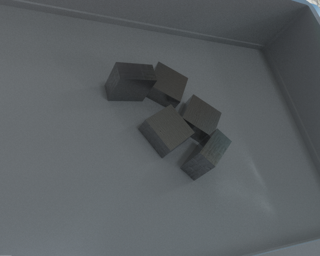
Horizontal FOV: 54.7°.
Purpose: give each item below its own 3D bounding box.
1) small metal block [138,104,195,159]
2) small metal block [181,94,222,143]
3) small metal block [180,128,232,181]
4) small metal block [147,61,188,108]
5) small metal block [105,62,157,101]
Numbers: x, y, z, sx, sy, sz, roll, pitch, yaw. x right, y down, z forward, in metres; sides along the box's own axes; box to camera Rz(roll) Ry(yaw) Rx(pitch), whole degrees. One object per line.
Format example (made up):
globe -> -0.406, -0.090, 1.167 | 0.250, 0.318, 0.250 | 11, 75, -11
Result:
small metal block -> 0.009, 0.004, 0.408 | 0.050, 0.025, 0.050 | -33, 81, -38
small metal block -> 0.055, -0.012, 0.442 | 0.050, 0.025, 0.050 | 33, 51, -7
small metal block -> 0.059, 0.035, 0.400 | 0.025, 0.050, 0.050 | 42, 51, 1
small metal block -> 0.008, -0.060, 0.446 | 0.050, 0.025, 0.050 | 28, 52, -11
small metal block -> -0.039, -0.059, 0.404 | 0.050, 0.050, 0.025 | -2, 63, -29
